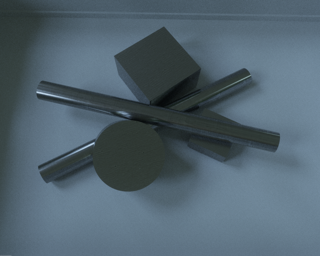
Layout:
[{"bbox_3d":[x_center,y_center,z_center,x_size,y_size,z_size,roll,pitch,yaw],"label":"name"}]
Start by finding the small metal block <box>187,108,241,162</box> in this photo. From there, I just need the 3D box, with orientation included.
[{"bbox_3d":[0.070,0.010,0.404,0.050,0.025,0.050,25,72,8],"label":"small metal block"}]

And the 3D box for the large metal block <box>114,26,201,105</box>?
[{"bbox_3d":[-0.004,-0.077,0.422,0.080,0.050,0.080,-34,74,-12],"label":"large metal block"}]

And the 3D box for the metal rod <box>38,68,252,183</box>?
[{"bbox_3d":[-0.012,-0.008,0.410,0.302,0.025,0.025,-26,72,-10],"label":"metal rod"}]

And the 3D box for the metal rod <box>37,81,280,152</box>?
[{"bbox_3d":[-0.005,-0.016,0.387,0.302,0.025,0.025,13,71,4],"label":"metal rod"}]

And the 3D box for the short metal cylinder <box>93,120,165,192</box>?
[{"bbox_3d":[-0.039,0.030,0.368,0.081,0.050,0.079,0,92,-12],"label":"short metal cylinder"}]
